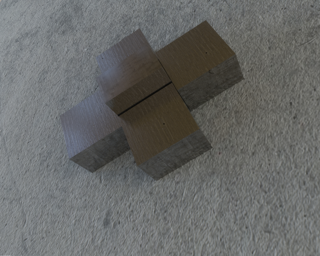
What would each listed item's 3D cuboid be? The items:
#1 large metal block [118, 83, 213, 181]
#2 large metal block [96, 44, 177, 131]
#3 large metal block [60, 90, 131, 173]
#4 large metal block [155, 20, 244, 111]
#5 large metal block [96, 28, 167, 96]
[{"bbox_3d":[0.005,0.005,0.381,0.080,0.050,0.080,-32,52,7],"label":"large metal block"},{"bbox_3d":[-0.024,-0.049,0.411,0.080,0.080,0.050,-32,52,7],"label":"large metal block"},{"bbox_3d":[-0.084,0.002,0.430,0.080,0.050,0.080,-32,52,7],"label":"large metal block"},{"bbox_3d":[0.051,-0.083,0.411,0.080,0.050,0.080,-32,52,7],"label":"large metal block"},{"bbox_3d":[-0.040,-0.088,0.462,0.080,0.050,0.080,-32,52,7],"label":"large metal block"}]
